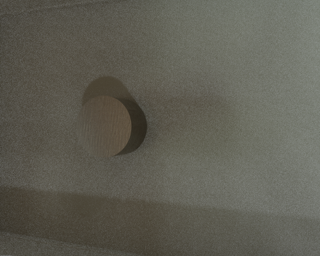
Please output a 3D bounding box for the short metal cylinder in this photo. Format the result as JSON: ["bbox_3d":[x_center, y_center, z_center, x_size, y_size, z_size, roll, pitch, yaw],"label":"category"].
[{"bbox_3d":[-0.064,-0.002,0.421,0.080,0.050,0.080,0,90,20],"label":"short metal cylinder"}]
